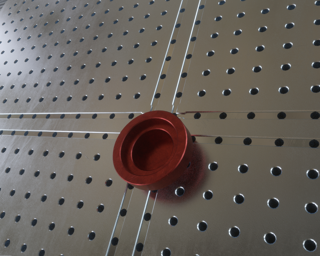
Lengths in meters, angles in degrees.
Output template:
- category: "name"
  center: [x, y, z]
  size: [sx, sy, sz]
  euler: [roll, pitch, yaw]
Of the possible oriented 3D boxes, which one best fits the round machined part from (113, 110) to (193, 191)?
- category: "round machined part"
  center: [-0.005, 0.030, 0.383]
  size: [0.098, 0.042, 0.098]
  euler: [-13, 56, 21]
